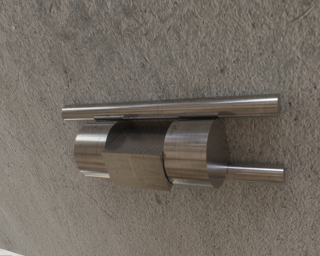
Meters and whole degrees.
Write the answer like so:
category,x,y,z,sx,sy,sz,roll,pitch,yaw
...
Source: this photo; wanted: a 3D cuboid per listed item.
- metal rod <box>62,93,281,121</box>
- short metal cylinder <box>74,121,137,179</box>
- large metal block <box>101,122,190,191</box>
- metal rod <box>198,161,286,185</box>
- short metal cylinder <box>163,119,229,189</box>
category,x,y,z,sx,sy,sz,roll,pitch,yaw
metal rod,-0.007,-0.023,0.398,0.300,0.025,0.025,0,118,28
short metal cylinder,-0.071,0.030,0.428,0.050,0.080,0.080,-1,118,29
large metal block,-0.014,0.032,0.397,0.080,0.080,0.050,0,119,28
metal rod,0.014,0.055,0.435,0.300,0.025,0.025,0,118,28
short metal cylinder,0.045,0.030,0.367,0.050,0.080,0.080,-1,118,29
